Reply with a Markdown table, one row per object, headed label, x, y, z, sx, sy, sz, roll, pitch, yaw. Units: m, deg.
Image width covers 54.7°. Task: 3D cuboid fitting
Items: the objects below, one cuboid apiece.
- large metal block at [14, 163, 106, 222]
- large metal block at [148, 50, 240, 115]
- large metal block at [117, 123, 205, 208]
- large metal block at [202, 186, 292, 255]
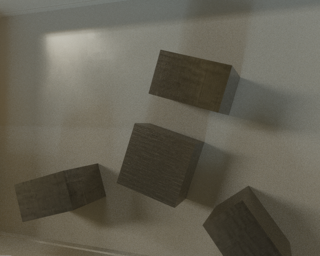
| label | x | y | z | sx | sy | sz | roll | pitch | yaw |
| --- | --- | --- | --- | --- | --- | --- | --- | --- | --- |
| large metal block | -0.135 | 0.087 | 0.429 | 0.080 | 0.080 | 0.050 | -17 | 84 | 19 |
| large metal block | 0.044 | -0.051 | 0.366 | 0.080 | 0.080 | 0.050 | 17 | 96 | 19 |
| large metal block | 0.002 | 0.044 | 0.397 | 0.080 | 0.050 | 0.080 | 19 | 96 | 19 |
| large metal block | 0.099 | 0.119 | 0.346 | 0.050 | 0.080 | 0.080 | -38 | 78 | 16 |
